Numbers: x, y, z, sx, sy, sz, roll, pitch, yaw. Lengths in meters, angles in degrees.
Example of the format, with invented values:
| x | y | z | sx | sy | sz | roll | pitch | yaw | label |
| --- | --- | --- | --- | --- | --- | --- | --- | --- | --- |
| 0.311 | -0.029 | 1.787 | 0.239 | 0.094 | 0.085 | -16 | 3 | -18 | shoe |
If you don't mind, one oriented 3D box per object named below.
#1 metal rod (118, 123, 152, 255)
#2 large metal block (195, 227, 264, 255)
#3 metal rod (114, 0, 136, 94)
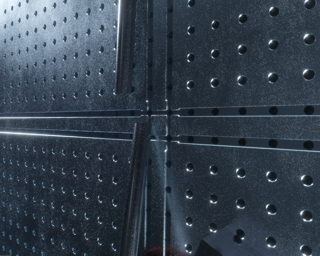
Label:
| x | y | z | sx | sy | sz | roll | pitch | yaw | label |
| --- | --- | --- | --- | --- | --- | --- | --- | --- | --- |
| -0.038 | 0.140 | 0.397 | 0.025 | 0.025 | 0.299 | -5 | 73 | 40 | metal rod |
| 0.075 | 0.169 | 0.331 | 0.080 | 0.050 | 0.079 | 31 | 109 | 35 | large metal block |
| -0.046 | -0.200 | 0.447 | 0.025 | 0.025 | 0.298 | 5 | 94 | 40 | metal rod |
